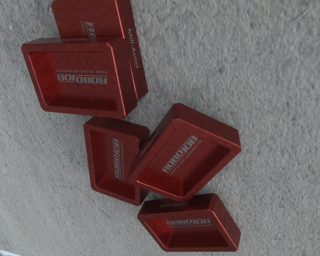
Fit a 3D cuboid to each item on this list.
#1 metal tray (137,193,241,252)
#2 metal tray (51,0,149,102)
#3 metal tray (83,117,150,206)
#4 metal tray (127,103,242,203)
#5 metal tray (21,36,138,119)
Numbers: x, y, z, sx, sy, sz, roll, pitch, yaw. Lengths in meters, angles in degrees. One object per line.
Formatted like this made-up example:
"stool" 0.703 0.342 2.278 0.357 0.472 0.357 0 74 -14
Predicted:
"metal tray" 0.041 0.145 0.461 0.130 0.030 0.090 -16 118 34
"metal tray" -0.071 -0.095 0.381 0.090 0.030 0.129 3 120 26
"metal tray" -0.063 0.050 0.465 0.090 0.030 0.129 15 125 19
"metal tray" 0.026 0.037 0.389 0.090 0.030 0.129 24 129 -15
"metal tray" -0.097 -0.062 0.375 0.130 0.030 0.089 6 121 24
